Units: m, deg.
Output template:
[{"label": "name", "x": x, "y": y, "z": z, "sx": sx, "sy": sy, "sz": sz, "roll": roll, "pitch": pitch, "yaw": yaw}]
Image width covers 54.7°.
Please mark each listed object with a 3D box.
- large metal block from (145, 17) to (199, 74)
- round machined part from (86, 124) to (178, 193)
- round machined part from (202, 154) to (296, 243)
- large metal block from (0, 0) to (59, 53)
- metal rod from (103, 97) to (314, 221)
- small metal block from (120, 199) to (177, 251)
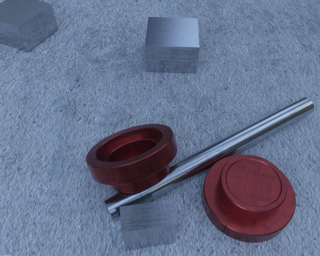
[{"label": "large metal block", "x": 0.019, "y": -0.134, "z": 0.500, "sx": 0.080, "sy": 0.050, "sz": 0.080, "roll": 2, "pitch": 50, "yaw": 1}, {"label": "round machined part", "x": -0.028, "y": 0.035, "z": 0.344, "sx": 0.098, "sy": 0.042, "sz": 0.098, "roll": -15, "pitch": 21, "yaw": 6}, {"label": "round machined part", "x": 0.097, "y": 0.068, "z": 0.335, "sx": 0.099, "sy": 0.042, "sz": 0.098, "roll": 0, "pitch": 50, "yaw": 0}, {"label": "large metal block", "x": -0.240, "y": -0.184, "z": 0.539, "sx": 0.080, "sy": 0.050, "sz": 0.080, "roll": 22, "pitch": 53, "yaw": 17}, {"label": "metal rod", "x": 0.074, "y": 0.028, "z": 0.379, "sx": 0.302, "sy": 0.025, "sz": 0.025, "roll": -25, "pitch": 54, "yaw": -20}, {"label": "small metal block", "x": -0.011, "y": 0.097, "z": 0.306, "sx": 0.050, "sy": 0.050, "sz": 0.025, "roll": -7, "pitch": 51, "yaw": -6}]
